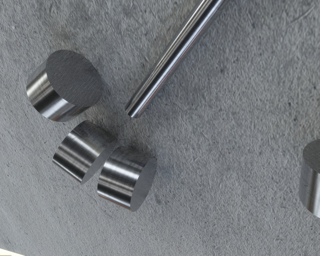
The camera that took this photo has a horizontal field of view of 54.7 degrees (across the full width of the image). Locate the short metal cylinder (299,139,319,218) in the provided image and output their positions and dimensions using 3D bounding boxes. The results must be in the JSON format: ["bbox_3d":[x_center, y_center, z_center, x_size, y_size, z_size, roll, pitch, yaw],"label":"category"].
[{"bbox_3d":[0.183,0.050,0.306,0.080,0.080,0.050,6,121,25],"label":"short metal cylinder"}]

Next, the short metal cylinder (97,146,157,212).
[{"bbox_3d":[-0.045,0.071,0.439,0.050,0.080,0.079,20,126,17],"label":"short metal cylinder"}]

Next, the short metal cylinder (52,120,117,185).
[{"bbox_3d":[-0.108,0.035,0.450,0.050,0.080,0.079,36,129,4],"label":"short metal cylinder"}]

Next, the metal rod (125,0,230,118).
[{"bbox_3d":[0.040,-0.110,0.317,0.025,0.025,0.298,41,129,0],"label":"metal rod"}]

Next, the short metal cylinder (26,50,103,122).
[{"bbox_3d":[-0.123,-0.054,0.403,0.050,0.080,0.080,-27,104,37],"label":"short metal cylinder"}]
